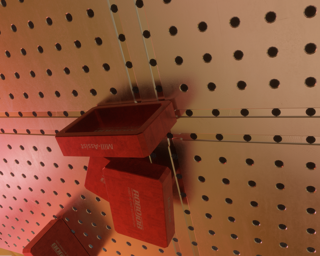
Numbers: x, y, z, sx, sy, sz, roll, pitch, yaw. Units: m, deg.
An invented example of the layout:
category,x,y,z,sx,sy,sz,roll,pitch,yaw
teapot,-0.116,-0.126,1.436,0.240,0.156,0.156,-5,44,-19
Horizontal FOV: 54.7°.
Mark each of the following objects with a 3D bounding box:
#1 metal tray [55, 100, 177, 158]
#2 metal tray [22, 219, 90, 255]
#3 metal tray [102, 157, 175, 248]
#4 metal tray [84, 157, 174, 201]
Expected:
category,x,y,z,sx,sy,sz,roll,pitch,yaw
metal tray,-0.055,0.000,0.396,0.130,0.090,0.030,-2,117,29
metal tray,-0.206,0.266,0.639,0.030,0.090,0.130,-19,109,35
metal tray,-0.028,0.108,0.448,0.090,0.030,0.129,9,123,23
metal tray,-0.052,0.088,0.488,0.130,0.030,0.089,27,128,10
